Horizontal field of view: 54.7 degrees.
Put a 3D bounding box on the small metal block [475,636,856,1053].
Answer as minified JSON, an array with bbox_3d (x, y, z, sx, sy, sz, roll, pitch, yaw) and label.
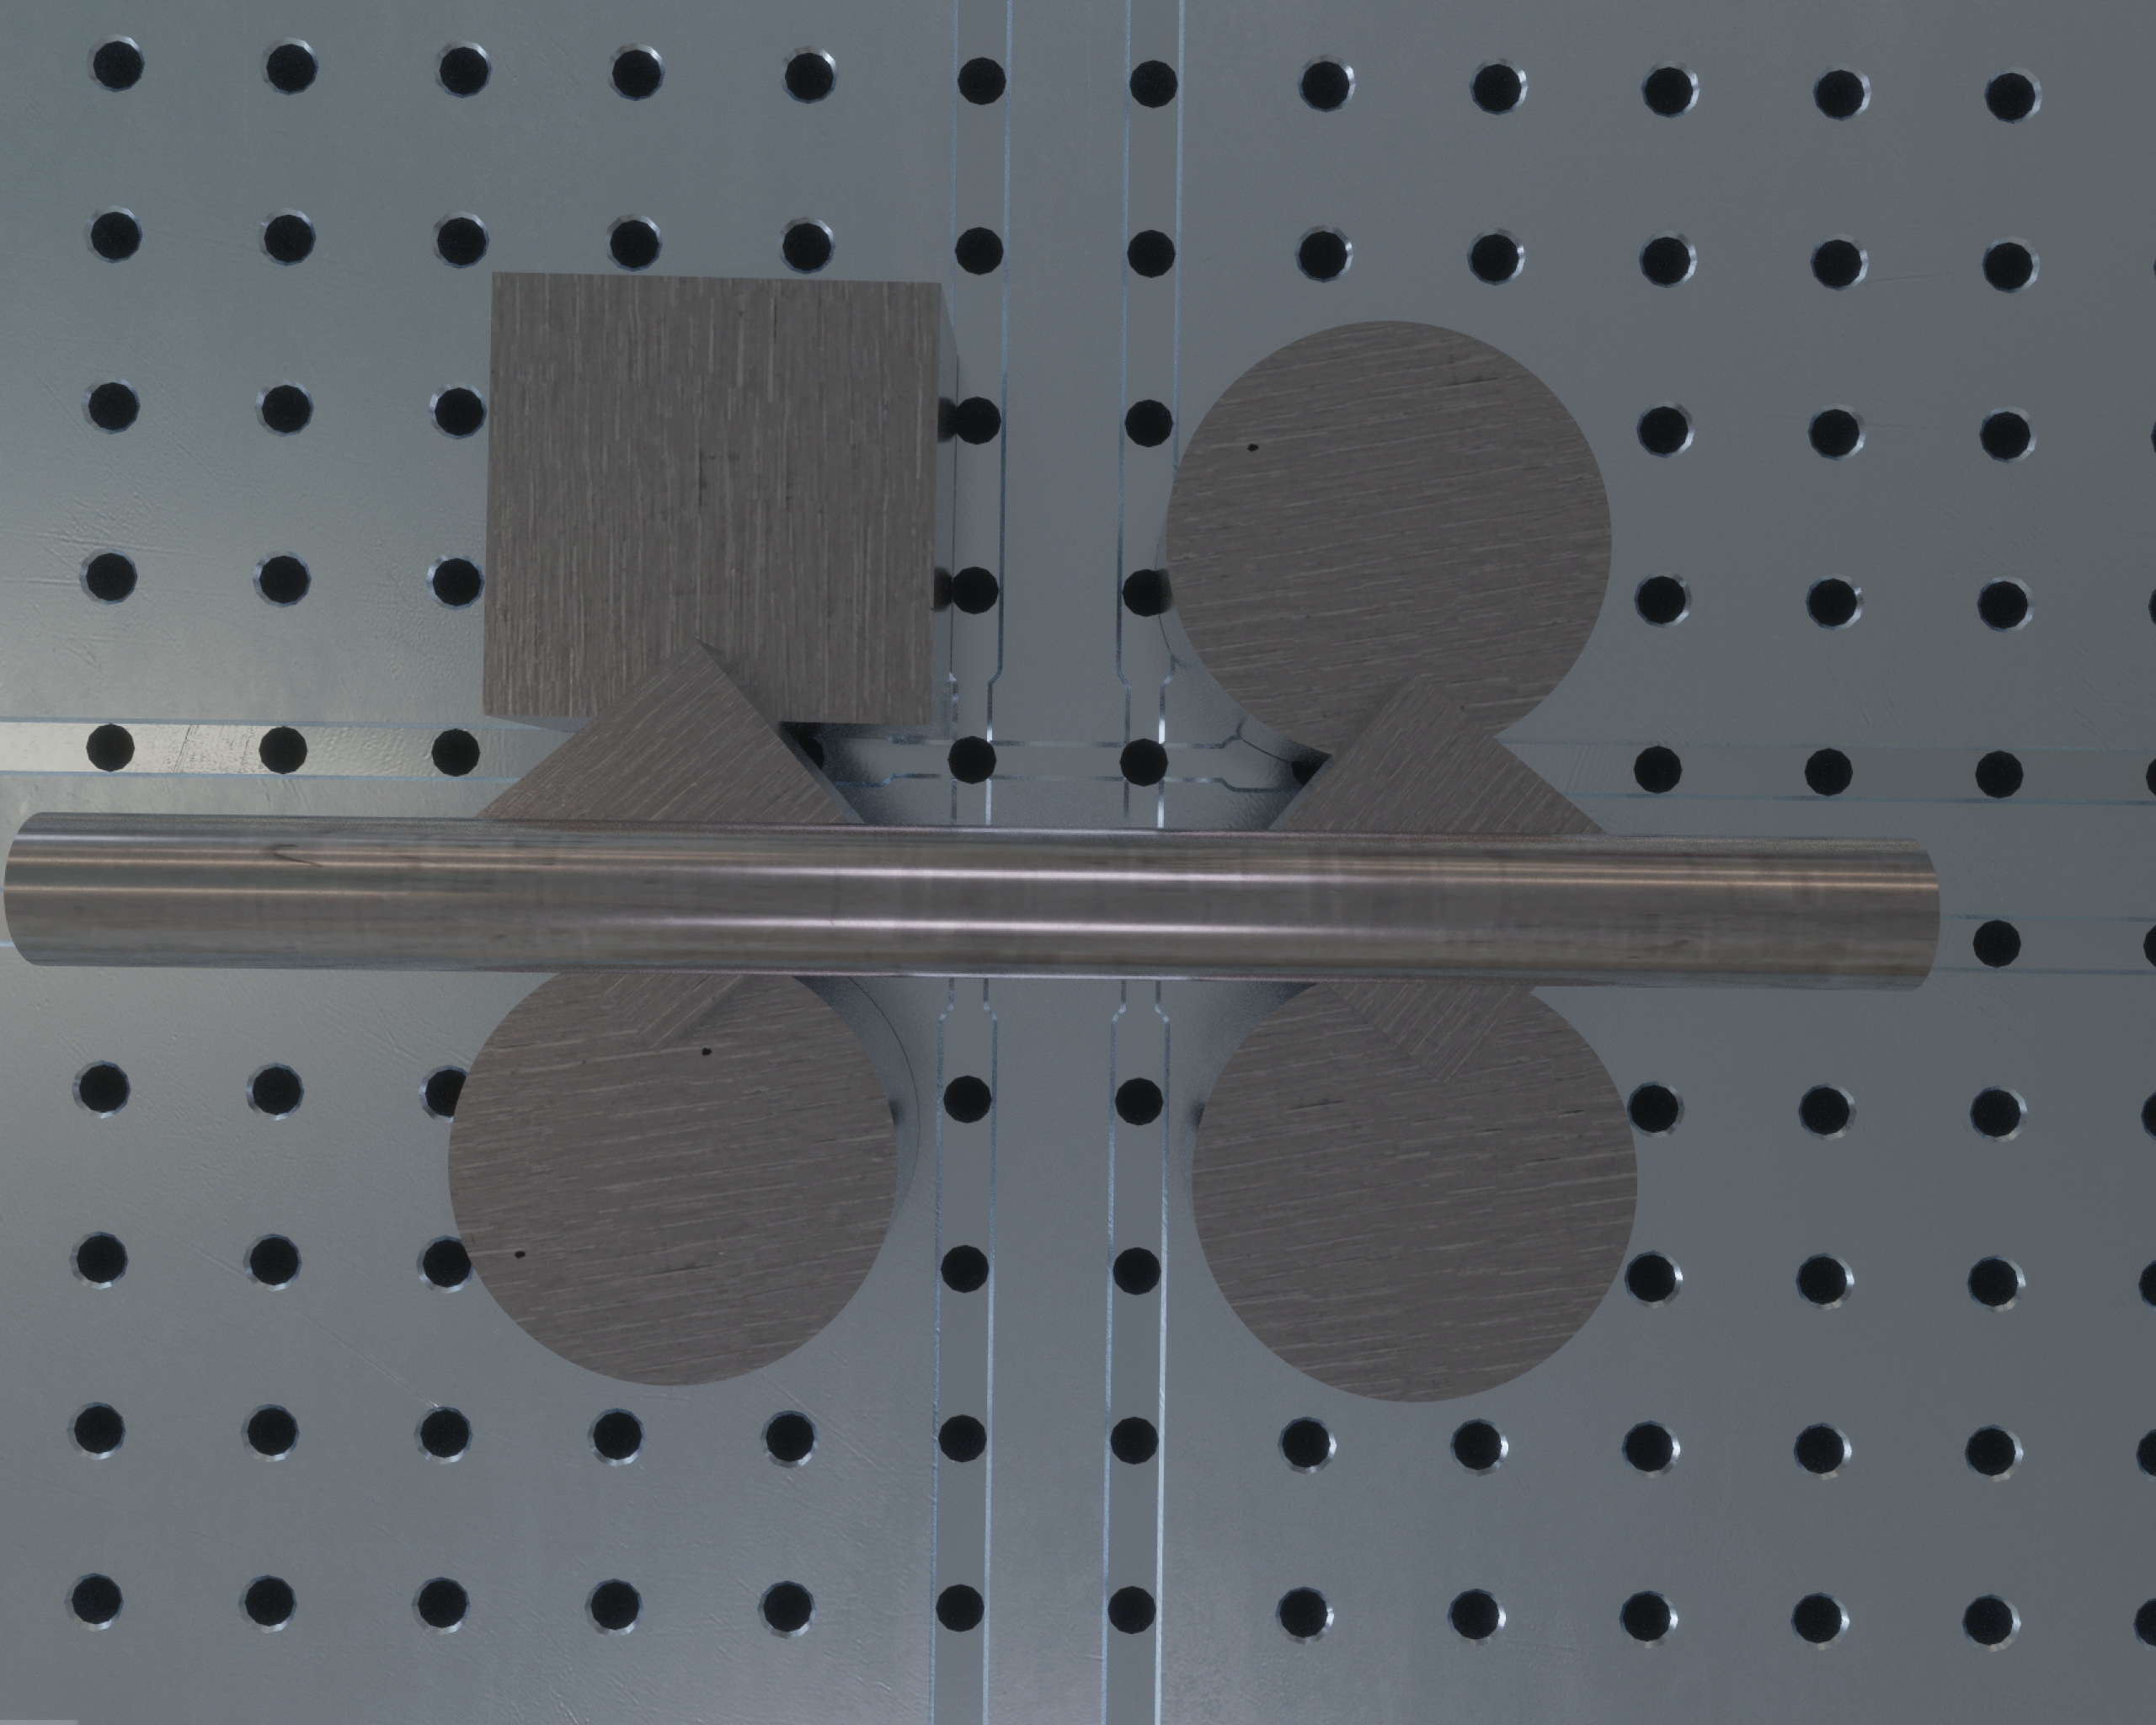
[{"bbox_3d":[-0.068,-0.003,0.363,0.050,0.025,0.050,-40,90,0],"label":"small metal block"}]

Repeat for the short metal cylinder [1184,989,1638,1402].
[{"bbox_3d":[0.061,0.057,0.401,0.081,0.050,0.080,0,90,0],"label":"short metal cylinder"}]

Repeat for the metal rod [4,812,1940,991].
[{"bbox_3d":[-0.016,0.006,0.338,0.302,0.025,0.025,1,90,0],"label":"metal rod"}]

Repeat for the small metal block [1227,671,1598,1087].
[{"bbox_3d":[0.060,0.003,0.364,0.050,0.025,0.050,40,90,0],"label":"small metal block"}]

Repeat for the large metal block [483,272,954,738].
[{"bbox_3d":[-0.066,-0.066,0.400,0.081,0.050,0.080,1,90,0],"label":"large metal block"}]

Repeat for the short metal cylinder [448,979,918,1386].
[{"bbox_3d":[-0.073,0.054,0.399,0.081,0.050,0.080,0,90,0],"label":"short metal cylinder"}]

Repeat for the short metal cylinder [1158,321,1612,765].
[{"bbox_3d":[0.056,-0.058,0.401,0.081,0.050,0.080,0,90,0],"label":"short metal cylinder"}]
